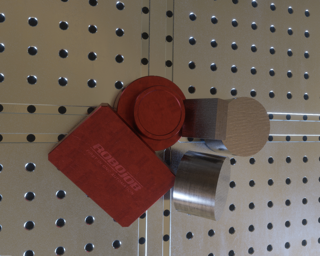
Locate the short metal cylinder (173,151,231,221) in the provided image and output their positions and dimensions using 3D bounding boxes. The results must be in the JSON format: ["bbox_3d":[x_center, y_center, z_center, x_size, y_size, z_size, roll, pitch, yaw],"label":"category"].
[{"bbox_3d":[0.056,0.072,0.394,0.050,0.080,0.080,8,87,23],"label":"short metal cylinder"}]

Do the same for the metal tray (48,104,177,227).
[{"bbox_3d":[-0.054,0.045,0.374,0.090,0.030,0.130,-43,105,1],"label":"metal tray"}]

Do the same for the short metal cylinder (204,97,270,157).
[{"bbox_3d":[0.105,-0.002,0.434,0.081,0.050,0.079,0,90,-20],"label":"short metal cylinder"}]

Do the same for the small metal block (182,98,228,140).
[{"bbox_3d":[0.057,-0.011,0.397,0.025,0.050,0.050,8,86,-48],"label":"small metal block"}]

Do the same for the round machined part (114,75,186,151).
[{"bbox_3d":[-0.007,-0.019,0.397,0.099,0.042,0.097,0,90,-20],"label":"round machined part"}]
